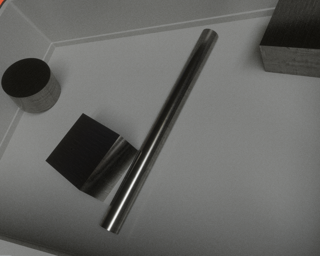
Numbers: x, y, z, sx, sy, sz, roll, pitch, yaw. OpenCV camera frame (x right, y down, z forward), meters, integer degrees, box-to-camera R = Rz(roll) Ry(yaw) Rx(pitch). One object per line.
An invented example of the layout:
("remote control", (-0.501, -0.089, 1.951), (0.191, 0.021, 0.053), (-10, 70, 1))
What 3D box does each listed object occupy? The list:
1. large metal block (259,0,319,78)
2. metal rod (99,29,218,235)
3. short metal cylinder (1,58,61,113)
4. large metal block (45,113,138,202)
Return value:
("large metal block", (0.174, -0.109, 0.365), (0.080, 0.050, 0.080), (15, 69, 33))
("metal rod", (0.006, -0.008, 0.405), (0.025, 0.025, 0.300), (16, 70, 34))
("short metal cylinder", (-0.218, -0.072, 0.529), (0.080, 0.050, 0.080), (-1, 63, 2))
("large metal block", (-0.089, 0.038, 0.412), (0.080, 0.050, 0.080), (27, 76, 37))
